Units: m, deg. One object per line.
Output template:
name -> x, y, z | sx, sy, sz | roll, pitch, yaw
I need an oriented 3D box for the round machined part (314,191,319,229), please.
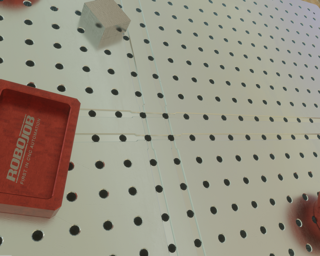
round machined part -> 0.272, 0.133, 0.463 | 0.099, 0.042, 0.098 | 14, 56, -21

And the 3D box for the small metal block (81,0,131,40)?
small metal block -> -0.081, -0.165, 0.465 | 0.050, 0.025, 0.050 | -33, 80, -38

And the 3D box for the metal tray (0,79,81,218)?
metal tray -> -0.139, 0.019, 0.318 | 0.091, 0.030, 0.130 | 14, 56, -20
